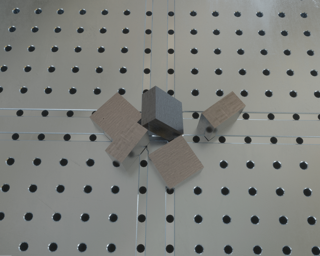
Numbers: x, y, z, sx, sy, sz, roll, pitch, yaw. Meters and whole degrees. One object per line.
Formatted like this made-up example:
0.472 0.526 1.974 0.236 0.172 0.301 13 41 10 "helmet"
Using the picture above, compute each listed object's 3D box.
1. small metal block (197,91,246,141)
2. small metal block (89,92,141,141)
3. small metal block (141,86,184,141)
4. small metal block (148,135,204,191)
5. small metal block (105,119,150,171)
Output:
0.079 -0.015 0.404 0.050 0.050 0.025 -35 74 -12 "small metal block"
-0.056 -0.011 0.416 0.050 0.025 0.050 42 75 14 "small metal block"
0.003 -0.018 0.399 0.025 0.050 0.050 -28 49 36 "small metal block"
0.020 0.045 0.395 0.050 0.025 0.050 -31 73 -11 "small metal block"
-0.039 0.022 0.390 0.025 0.050 0.050 35 75 12 "small metal block"
